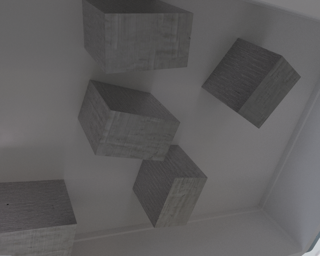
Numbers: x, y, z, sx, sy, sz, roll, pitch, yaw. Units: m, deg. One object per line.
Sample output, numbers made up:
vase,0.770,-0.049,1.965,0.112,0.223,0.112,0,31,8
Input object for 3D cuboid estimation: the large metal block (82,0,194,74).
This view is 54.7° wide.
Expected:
large metal block,-0.025,-0.093,0.301,0.081,0.080,0.050,-10,123,-24

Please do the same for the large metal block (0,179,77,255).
large metal block,-0.148,0.106,0.357,0.081,0.080,0.050,2,118,-29

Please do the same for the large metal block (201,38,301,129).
large metal block,0.114,-0.059,0.398,0.050,0.080,0.080,29,103,-38

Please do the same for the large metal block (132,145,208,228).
large metal block,0.010,0.077,0.426,0.050,0.080,0.079,6,115,-31

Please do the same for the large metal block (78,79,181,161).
large metal block,-0.038,-0.009,0.347,0.081,0.080,0.050,9,114,-32
